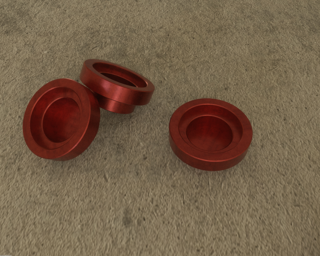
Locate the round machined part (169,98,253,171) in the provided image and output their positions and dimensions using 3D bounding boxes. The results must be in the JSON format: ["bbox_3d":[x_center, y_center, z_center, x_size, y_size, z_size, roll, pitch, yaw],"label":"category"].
[{"bbox_3d":[0.060,0.012,0.382,0.099,0.042,0.098,0,50,0],"label":"round machined part"}]

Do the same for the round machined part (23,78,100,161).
[{"bbox_3d":[-0.114,-0.008,0.379,0.098,0.042,0.098,-6,74,22],"label":"round machined part"}]

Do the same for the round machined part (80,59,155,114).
[{"bbox_3d":[-0.060,-0.053,0.417,0.099,0.042,0.098,21,21,-8],"label":"round machined part"}]
